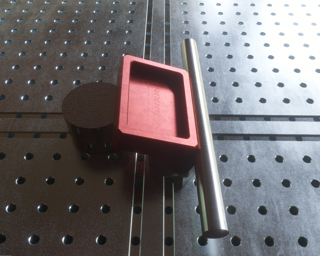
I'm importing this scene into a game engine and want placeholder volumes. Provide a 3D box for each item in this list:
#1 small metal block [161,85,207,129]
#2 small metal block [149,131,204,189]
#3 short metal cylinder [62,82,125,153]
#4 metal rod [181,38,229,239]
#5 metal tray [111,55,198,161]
[{"bbox_3d":[0.032,-0.030,0.434,0.050,0.025,0.050,-12,51,-10],"label":"small metal block"},{"bbox_3d":[0.022,0.037,0.376,0.050,0.025,0.050,32,57,23],"label":"small metal block"},{"bbox_3d":[-0.080,-0.014,0.401,0.081,0.050,0.080,0,50,0],"label":"short metal cylinder"},{"bbox_3d":[0.048,-0.015,0.388,0.025,0.025,0.300,-1,50,-1],"label":"metal rod"},{"bbox_3d":[-0.007,-0.028,0.376,0.091,0.030,0.130,12,48,-16],"label":"metal tray"}]
